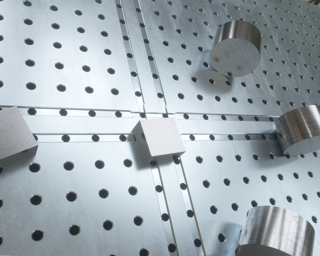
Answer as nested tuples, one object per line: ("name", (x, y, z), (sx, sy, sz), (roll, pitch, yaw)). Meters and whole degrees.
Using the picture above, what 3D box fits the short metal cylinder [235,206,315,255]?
("short metal cylinder", (0.134, 0.136, 0.362), (0.080, 0.080, 0.050), (36, 51, -5))

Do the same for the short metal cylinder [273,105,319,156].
("short metal cylinder", (0.229, 0.006, 0.492), (0.081, 0.080, 0.050), (3, 61, -27))

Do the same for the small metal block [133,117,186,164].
("small metal block", (-0.001, 0.015, 0.398), (0.050, 0.025, 0.050), (-5, 65, -31))

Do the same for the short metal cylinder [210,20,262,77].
("short metal cylinder", (0.128, -0.133, 0.523), (0.080, 0.080, 0.050), (27, 53, -12))

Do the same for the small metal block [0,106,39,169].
("small metal block", (-0.161, 0.011, 0.315), (0.050, 0.025, 0.050), (-25, 75, -37))
